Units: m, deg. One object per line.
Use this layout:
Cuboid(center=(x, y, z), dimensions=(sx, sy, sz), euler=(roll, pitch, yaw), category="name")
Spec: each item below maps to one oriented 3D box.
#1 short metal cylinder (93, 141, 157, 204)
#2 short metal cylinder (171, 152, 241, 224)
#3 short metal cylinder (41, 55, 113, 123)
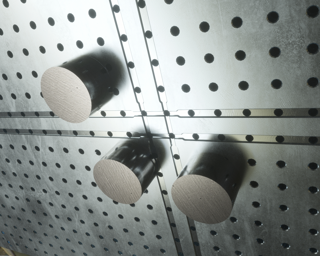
Cuboid(center=(-0.051, 0.066, 0.463), dimensions=(0.080, 0.050, 0.079), euler=(13, 124, 21), category="short metal cylinder")
Cuboid(center=(0.062, 0.080, 0.412), dimensions=(0.080, 0.050, 0.079), euler=(13, 124, 21), category="short metal cylinder")
Cuboid(center=(-0.112, -0.053, 0.421), dimensions=(0.080, 0.050, 0.079), euler=(13, 124, 21), category="short metal cylinder")
